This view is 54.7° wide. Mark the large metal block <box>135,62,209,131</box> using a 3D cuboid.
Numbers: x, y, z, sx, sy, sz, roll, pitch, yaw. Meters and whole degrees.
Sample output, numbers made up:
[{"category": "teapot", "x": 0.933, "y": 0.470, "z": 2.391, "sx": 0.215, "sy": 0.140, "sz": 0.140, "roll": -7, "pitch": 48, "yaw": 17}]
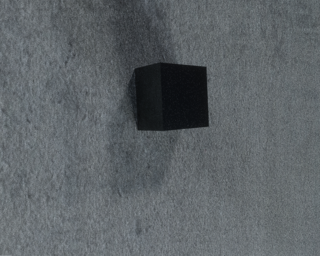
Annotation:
[{"category": "large metal block", "x": 0.017, "y": -0.039, "z": 0.404, "sx": 0.081, "sy": 0.050, "sz": 0.079, "roll": -5, "pitch": 93, "yaw": -40}]
